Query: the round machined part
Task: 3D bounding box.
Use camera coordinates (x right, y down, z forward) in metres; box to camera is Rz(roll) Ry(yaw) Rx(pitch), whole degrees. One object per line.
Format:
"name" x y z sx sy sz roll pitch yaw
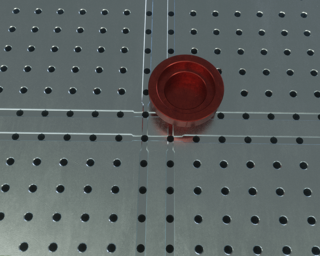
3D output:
"round machined part" 0.034 -0.046 0.420 0.099 0.042 0.098 0 70 0
